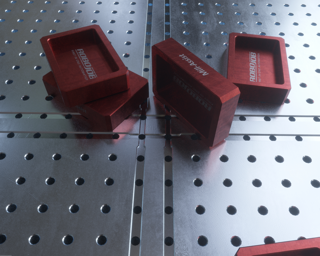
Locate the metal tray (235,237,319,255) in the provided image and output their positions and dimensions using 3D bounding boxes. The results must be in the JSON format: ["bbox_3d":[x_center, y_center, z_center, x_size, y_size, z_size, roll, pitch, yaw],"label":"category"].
[{"bbox_3d":[0.123,0.167,0.265,0.091,0.030,0.130,-5,50,-5],"label":"metal tray"}]

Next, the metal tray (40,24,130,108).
[{"bbox_3d":[-0.109,-0.093,0.441,0.091,0.030,0.130,-20,53,-17],"label":"metal tray"}]

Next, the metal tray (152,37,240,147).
[{"bbox_3d":[0.040,-0.047,0.405,0.030,0.089,0.130,-30,57,-23],"label":"metal tray"}]

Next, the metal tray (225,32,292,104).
[{"bbox_3d":[0.151,-0.098,0.488,0.090,0.030,0.130,8,50,6],"label":"metal tray"}]

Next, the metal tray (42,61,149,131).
[{"bbox_3d":[-0.093,-0.060,0.454,0.130,0.030,0.090,30,56,22],"label":"metal tray"}]
